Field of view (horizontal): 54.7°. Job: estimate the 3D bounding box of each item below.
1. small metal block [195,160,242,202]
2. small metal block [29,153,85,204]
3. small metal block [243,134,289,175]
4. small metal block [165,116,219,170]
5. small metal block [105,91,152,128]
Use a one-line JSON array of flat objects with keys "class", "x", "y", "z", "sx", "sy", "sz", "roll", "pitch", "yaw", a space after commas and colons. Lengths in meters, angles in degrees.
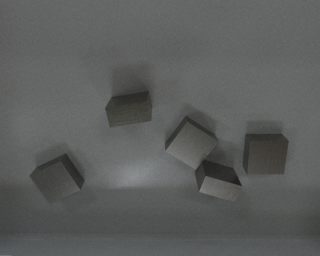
[{"class": "small metal block", "x": 0.078, "y": 0.071, "z": 0.425, "sx": 0.050, "sy": 0.050, "sz": 0.025, "roll": 17, "pitch": 109, "yaw": -6}, {"class": "small metal block", "x": -0.144, "y": 0.071, "z": 0.436, "sx": 0.050, "sy": 0.025, "sz": 0.050, "roll": -25, "pitch": 108, "yaw": 9}, {"class": "small metal block", "x": 0.144, "y": 0.036, "z": 0.426, "sx": 0.050, "sy": 0.025, "sz": 0.050, "roll": -1, "pitch": 110, "yaw": 0}, {"class": "small metal block", "x": 0.042, "y": 0.020, "z": 0.419, "sx": 0.050, "sy": 0.025, "sz": 0.050, "roll": 32, "pitch": 107, "yaw": -11}, {"class": "small metal block", "x": -0.037, "y": -0.024, "z": 0.388, "sx": 0.050, "sy": 0.050, "sz": 0.025, "roll": -9, "pitch": 110, "yaw": 3}]
